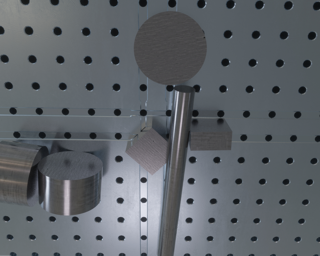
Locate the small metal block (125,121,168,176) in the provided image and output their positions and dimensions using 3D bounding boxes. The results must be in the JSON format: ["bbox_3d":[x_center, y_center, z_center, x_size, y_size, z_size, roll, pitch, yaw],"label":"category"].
[{"bbox_3d":[-0.011,0.028,0.424,0.050,0.025,0.050,-43,105,14],"label":"small metal block"}]

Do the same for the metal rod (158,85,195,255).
[{"bbox_3d":[0.018,0.087,0.425,0.025,0.025,0.298,4,118,-2],"label":"metal rod"}]

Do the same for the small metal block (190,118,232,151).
[{"bbox_3d":[0.063,0.007,0.403,0.050,0.050,0.025,-1,111,0],"label":"small metal block"}]

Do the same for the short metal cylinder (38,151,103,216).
[{"bbox_3d":[-0.118,0.070,0.409,0.081,0.080,0.050,6,110,-3],"label":"short metal cylinder"}]

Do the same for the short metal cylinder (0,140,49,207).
[{"bbox_3d":[-0.184,0.059,0.404,0.050,0.080,0.079,9,110,-4],"label":"short metal cylinder"}]

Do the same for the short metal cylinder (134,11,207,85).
[{"bbox_3d":[0.011,-0.095,0.365,0.081,0.050,0.079,0,109,0],"label":"short metal cylinder"}]
